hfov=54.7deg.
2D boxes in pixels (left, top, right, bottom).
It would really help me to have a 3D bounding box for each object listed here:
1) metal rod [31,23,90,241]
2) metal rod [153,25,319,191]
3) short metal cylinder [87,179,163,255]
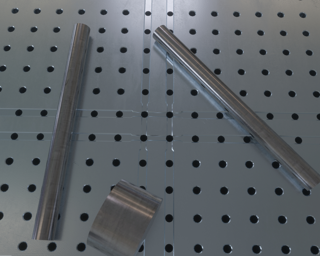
[{"bbox_3d":[-0.127,-0.009,0.414,0.025,0.025,0.299,4,70,1],"label":"metal rod"},{"bbox_3d":[0.096,-0.037,0.425,0.025,0.025,0.300,-39,75,-13],"label":"metal rod"},{"bbox_3d":[-0.037,0.104,0.344,0.050,0.080,0.080,25,72,9],"label":"short metal cylinder"}]
